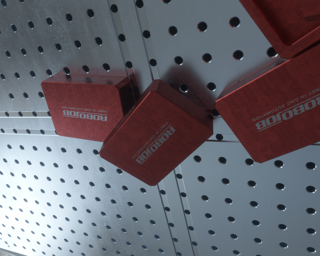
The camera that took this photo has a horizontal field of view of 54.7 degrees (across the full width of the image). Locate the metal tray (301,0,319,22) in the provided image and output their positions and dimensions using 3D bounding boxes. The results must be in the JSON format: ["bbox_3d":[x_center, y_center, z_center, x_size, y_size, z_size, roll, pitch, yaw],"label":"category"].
[{"bbox_3d":[0.115,-0.150,0.212,0.030,0.091,0.129,-2,118,39],"label":"metal tray"}]

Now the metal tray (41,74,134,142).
[{"bbox_3d":[-0.099,-0.027,0.441,0.130,0.030,0.089,6,121,24],"label":"metal tray"}]

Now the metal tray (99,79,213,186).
[{"bbox_3d":[-0.007,0.012,0.394,0.090,0.030,0.129,33,124,-15],"label":"metal tray"}]

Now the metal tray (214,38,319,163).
[{"bbox_3d":[0.135,-0.025,0.321,0.130,0.030,0.090,-30,102,37],"label":"metal tray"}]

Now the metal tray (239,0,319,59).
[{"bbox_3d":[0.107,-0.135,0.256,0.090,0.030,0.130,-34,95,41],"label":"metal tray"}]
